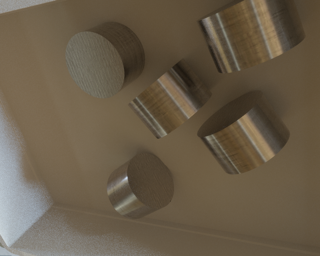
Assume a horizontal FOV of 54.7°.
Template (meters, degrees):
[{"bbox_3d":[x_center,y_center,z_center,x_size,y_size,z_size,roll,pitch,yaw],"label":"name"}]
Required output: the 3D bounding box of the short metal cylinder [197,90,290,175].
[{"bbox_3d":[0.087,0.004,0.330,0.080,0.080,0.050,-30,102,38],"label":"short metal cylinder"}]

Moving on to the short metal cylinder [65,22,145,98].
[{"bbox_3d":[-0.066,-0.083,0.376,0.080,0.050,0.079,13,124,21],"label":"short metal cylinder"}]

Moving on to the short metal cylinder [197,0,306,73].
[{"bbox_3d":[0.080,-0.090,0.276,0.080,0.080,0.050,-15,110,34],"label":"short metal cylinder"}]

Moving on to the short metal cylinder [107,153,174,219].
[{"bbox_3d":[-0.027,0.082,0.438,0.080,0.080,0.050,48,129,-6],"label":"short metal cylinder"}]

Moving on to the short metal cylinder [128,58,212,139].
[{"bbox_3d":[0.011,-0.033,0.347,0.080,0.080,0.050,-35,99,38],"label":"short metal cylinder"}]
